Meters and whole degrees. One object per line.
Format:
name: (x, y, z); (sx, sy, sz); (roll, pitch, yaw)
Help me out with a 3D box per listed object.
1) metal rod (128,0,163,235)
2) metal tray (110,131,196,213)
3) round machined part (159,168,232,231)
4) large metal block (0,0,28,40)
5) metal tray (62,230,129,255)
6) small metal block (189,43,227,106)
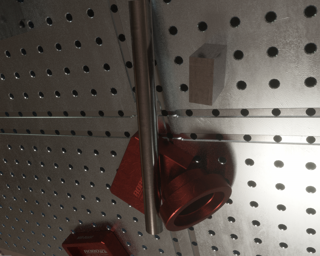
metal rod: (-0.015, 0.002, 0.386); (0.025, 0.025, 0.298); (6, 111, 24)
metal tray: (-0.015, 0.071, 0.459); (0.090, 0.030, 0.129); (31, 128, 7)
round machined part: (0.042, 0.091, 0.410); (0.042, 0.099, 0.097); (57, 138, 34)
large metal block: (-0.237, -0.166, 0.415); (0.080, 0.050, 0.079); (10, 123, 22)
metal tray: (-0.129, 0.256, 0.631); (0.130, 0.030, 0.090); (-17, 110, 34)
small metal block: (0.052, -0.058, 0.331); (0.025, 0.050, 0.050); (11, 123, 22)
